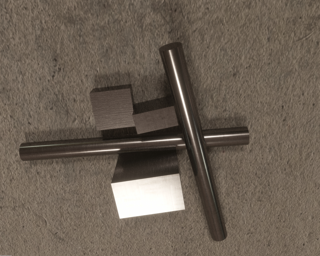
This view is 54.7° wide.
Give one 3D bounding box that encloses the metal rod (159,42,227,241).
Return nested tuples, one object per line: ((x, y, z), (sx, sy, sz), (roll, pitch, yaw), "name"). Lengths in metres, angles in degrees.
((0.050, 0.038, 0.399), (0.025, 0.025, 0.298), (-15, 119, 5), "metal rod")

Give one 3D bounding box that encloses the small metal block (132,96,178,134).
((-0.005, -0.018, 0.390), (0.050, 0.050, 0.025), (-12, 110, 4), "small metal block")

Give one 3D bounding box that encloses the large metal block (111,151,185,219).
((-0.014, 0.068, 0.405), (0.080, 0.080, 0.050), (-9, 110, 3), "large metal block")

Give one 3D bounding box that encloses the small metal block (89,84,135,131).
((-0.059, -0.027, 0.399), (0.050, 0.025, 0.050), (-7, 110, 2), "small metal block")

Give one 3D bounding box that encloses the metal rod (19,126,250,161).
((-0.034, 0.021, 0.417), (0.302, 0.025, 0.025), (-4, 110, 1), "metal rod")
